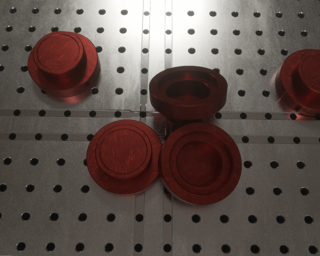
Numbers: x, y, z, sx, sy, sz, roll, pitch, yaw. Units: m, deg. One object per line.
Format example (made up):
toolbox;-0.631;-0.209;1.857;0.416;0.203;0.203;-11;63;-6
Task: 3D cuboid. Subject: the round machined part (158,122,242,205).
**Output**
round machined part;0.046;0.045;0.382;0.099;0.042;0.098;2;75;-8

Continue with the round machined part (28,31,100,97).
round machined part;-0.137;-0.096;0.436;0.099;0.042;0.098;0;70;-1

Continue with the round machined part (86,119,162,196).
round machined part;-0.044;0.034;0.390;0.099;0.042;0.098;0;70;0

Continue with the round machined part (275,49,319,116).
round machined part;0.217;-0.069;0.431;0.099;0.042;0.098;0;70;-1

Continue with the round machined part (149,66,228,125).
round machined part;0.036;-0.040;0.403;0.099;0.042;0.098;-2;39;2
